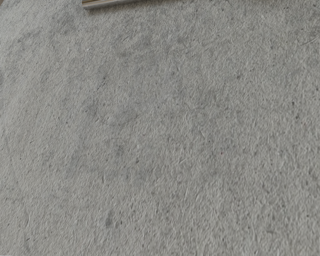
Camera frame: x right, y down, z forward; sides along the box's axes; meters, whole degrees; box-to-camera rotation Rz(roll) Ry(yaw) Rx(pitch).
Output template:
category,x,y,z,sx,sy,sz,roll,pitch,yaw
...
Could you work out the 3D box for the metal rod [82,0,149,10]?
category,x,y,z,sx,sy,sz,roll,pitch,yaw
metal rod,-0.022,-0.247,0.567,0.300,0.025,0.025,4,64,29
